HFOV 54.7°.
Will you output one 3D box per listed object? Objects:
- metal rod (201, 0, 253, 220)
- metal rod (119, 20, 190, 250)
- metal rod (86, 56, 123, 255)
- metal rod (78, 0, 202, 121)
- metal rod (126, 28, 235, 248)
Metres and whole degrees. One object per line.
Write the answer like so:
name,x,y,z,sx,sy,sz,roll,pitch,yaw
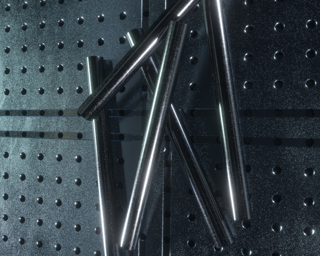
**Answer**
metal rod,0.080,-0.039,0.383,0.025,0.025,0.298,-8,87,19
metal rod,-0.010,0.019,0.393,0.025,0.025,0.298,18,104,19
metal rod,-0.079,0.048,0.438,0.025,0.025,0.298,-7,88,19
metal rod,0.001,-0.121,0.383,0.299,0.025,0.025,-45,76,14
metal rod,0.023,0.007,0.403,0.025,0.025,0.299,-25,82,18
